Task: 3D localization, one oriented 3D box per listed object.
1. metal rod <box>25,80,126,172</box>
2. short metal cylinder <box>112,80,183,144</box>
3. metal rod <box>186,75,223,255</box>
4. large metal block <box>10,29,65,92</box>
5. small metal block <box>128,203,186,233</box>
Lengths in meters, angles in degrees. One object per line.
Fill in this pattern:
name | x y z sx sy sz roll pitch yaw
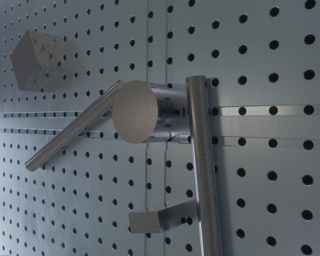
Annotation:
metal rod | -0.155 0.008 0.537 0.299 0.025 0.025 -33 69 35
short metal cylinder | -0.017 -0.020 0.407 0.080 0.050 0.079 0 90 40
metal rod | 0.056 0.088 0.363 0.025 0.025 0.298 -8 85 40
large metal block | -0.234 -0.124 0.586 0.080 0.050 0.080 -34 69 34
small metal block | -0.003 0.115 0.396 0.050 0.050 0.025 -16 80 39
